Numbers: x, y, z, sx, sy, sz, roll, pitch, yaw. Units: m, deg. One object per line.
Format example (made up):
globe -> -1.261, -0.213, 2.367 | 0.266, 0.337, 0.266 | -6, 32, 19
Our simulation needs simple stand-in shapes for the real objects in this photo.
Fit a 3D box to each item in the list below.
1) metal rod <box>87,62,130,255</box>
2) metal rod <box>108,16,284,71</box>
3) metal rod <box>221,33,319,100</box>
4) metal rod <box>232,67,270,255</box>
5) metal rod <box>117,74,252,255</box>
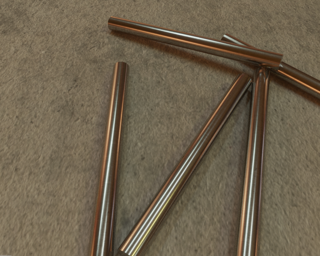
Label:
metal rod -> -0.058, 0.022, 0.383 | 0.025, 0.025, 0.300 | 0, 50, -1
metal rod -> 0.046, -0.143, 0.510 | 0.301, 0.025, 0.025 | 19, 53, 20
metal rod -> 0.216, -0.068, 0.463 | 0.025, 0.025, 0.300 | -37, 60, -27
metal rod -> 0.117, 0.028, 0.381 | 0.025, 0.025, 0.300 | 12, 51, 9
metal rod -> 0.047, 0.027, 0.381 | 0.025, 0.025, 0.301 | 25, 54, 19
